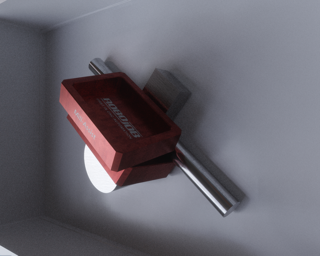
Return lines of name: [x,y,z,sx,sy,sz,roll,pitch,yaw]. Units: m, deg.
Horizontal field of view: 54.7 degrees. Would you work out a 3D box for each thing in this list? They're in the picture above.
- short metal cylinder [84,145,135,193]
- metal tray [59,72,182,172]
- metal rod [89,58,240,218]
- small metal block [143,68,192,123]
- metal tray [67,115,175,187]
short metal cylinder: [-0.061,0.044,0.430,0.080,0.050,0.079,10,104,44]
metal tray: [-0.049,-0.015,0.368,0.130,0.091,0.030,47,135,29]
metal rod: [-0.011,-0.005,0.414,0.300,0.025,0.025,46,118,29]
small metal block: [0.005,-0.041,0.399,0.050,0.025,0.050,48,118,29]
metal tray: [-0.050,0.013,0.401,0.130,0.091,0.030,47,118,29]
